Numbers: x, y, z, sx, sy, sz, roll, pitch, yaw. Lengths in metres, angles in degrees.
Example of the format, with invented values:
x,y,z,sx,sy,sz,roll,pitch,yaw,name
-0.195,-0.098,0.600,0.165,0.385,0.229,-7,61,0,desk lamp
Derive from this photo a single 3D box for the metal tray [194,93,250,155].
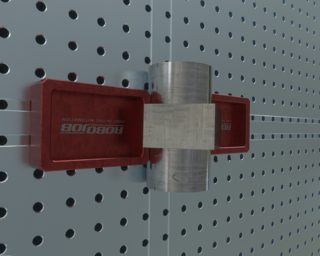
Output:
x,y,z,sx,sy,sz,roll,pitch,yaw,name
0.089,-0.006,0.480,0.131,0.030,0.089,1,89,-40,metal tray

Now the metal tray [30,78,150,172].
x,y,z,sx,sy,sz,roll,pitch,yaw,name
-0.072,-0.002,0.345,0.131,0.030,0.089,1,89,-40,metal tray

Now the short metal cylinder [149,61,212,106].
x,y,z,sx,sy,sz,roll,pitch,yaw,name
0.025,-0.051,0.394,0.081,0.080,0.050,2,89,-40,short metal cylinder

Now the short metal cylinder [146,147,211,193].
x,y,z,sx,sy,sz,roll,pitch,yaw,name
0.023,0.049,0.393,0.081,0.080,0.050,2,89,-40,short metal cylinder

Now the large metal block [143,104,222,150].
x,y,z,sx,sy,sz,roll,pitch,yaw,name
0.031,-0.001,0.380,0.080,0.080,0.050,7,85,-74,large metal block
